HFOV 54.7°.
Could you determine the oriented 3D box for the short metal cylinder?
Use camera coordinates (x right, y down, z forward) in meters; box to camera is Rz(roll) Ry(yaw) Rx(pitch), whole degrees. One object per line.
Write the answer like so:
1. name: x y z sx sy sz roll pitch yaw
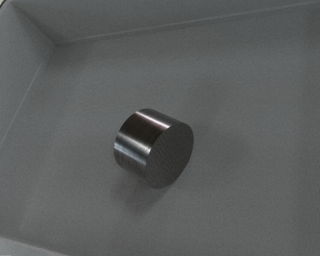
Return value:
1. short metal cylinder: -0.006 0.023 0.358 0.050 0.080 0.080 26 76 36
